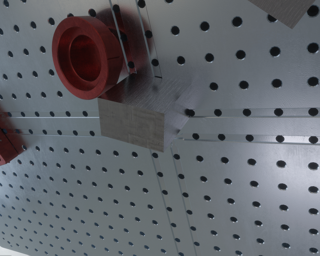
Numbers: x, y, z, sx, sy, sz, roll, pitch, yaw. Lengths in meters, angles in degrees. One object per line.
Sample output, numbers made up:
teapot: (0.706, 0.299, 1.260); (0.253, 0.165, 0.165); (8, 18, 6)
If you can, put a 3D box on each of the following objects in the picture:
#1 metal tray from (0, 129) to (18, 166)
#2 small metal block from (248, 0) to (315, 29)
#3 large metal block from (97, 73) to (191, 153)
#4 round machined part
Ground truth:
metal tray: (-0.345, 0.016, 0.600); (0.090, 0.030, 0.130); (-17, 110, 34)
small metal block: (0.114, -0.125, 0.274); (0.050, 0.025, 0.050); (36, 129, 4)
large metal block: (-0.016, -0.022, 0.370); (0.080, 0.080, 0.050); (14, 124, 20)
round machined part: (-0.084, -0.087, 0.382); (0.098, 0.042, 0.097); (15, 117, 32)
